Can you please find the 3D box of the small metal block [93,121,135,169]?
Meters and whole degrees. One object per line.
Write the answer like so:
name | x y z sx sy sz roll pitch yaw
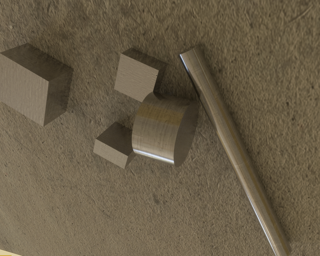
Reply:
small metal block | -0.056 0.023 0.433 0.050 0.050 0.025 27 128 10

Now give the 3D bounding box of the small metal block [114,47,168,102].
small metal block | -0.024 -0.063 0.379 0.050 0.025 0.050 26 128 11

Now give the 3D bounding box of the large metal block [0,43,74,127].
large metal block | -0.178 -0.062 0.444 0.080 0.050 0.079 30 128 8

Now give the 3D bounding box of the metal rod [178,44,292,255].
metal rod | 0.099 0.041 0.379 0.025 0.025 0.299 -17 110 34

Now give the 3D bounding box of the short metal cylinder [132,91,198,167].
short metal cylinder | 0.008 0.001 0.366 0.050 0.080 0.079 15 125 19
